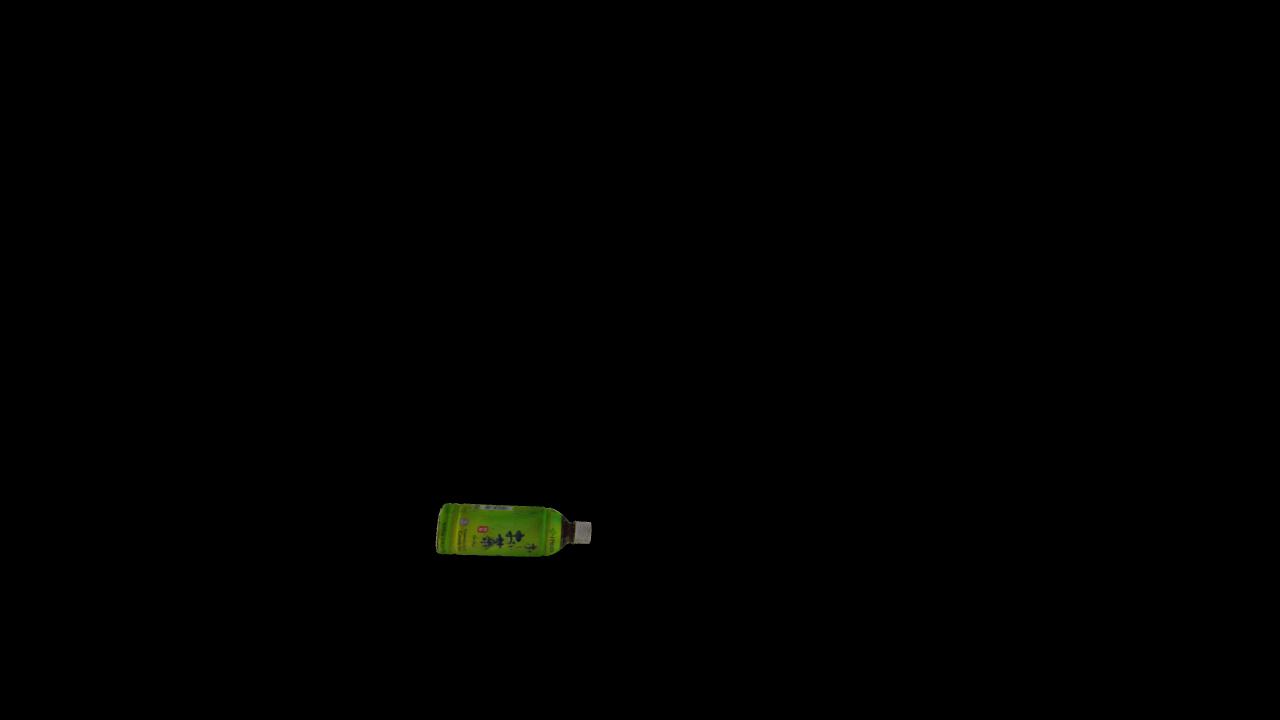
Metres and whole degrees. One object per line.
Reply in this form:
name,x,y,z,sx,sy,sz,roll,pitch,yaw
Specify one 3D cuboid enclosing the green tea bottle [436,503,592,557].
green tea bottle,-0.175,0.240,0.869,0.212,0.073,0.073,3,0,-9
